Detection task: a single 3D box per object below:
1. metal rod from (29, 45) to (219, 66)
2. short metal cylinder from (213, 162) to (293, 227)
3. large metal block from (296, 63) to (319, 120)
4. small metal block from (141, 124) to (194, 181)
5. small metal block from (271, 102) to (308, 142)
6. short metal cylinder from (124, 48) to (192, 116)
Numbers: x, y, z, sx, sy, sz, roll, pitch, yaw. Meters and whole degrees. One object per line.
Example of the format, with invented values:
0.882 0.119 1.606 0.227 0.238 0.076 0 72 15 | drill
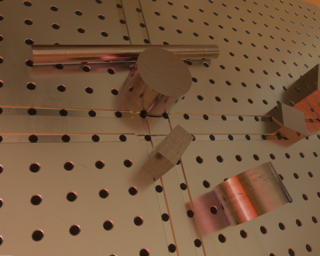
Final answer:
-0.031 -0.111 0.458 0.303 0.025 0.025 -10 67 -32 | metal rod
0.113 0.082 0.383 0.081 0.080 0.050 -12 68 -33 | short metal cylinder
0.319 -0.065 0.603 0.080 0.050 0.080 32 52 -8 | large metal block
0.009 0.030 0.378 0.025 0.050 0.050 40 51 -1 | small metal block
0.222 -0.010 0.533 0.050 0.025 0.050 20 54 -16 | small metal block
-0.003 -0.063 0.429 0.081 0.050 0.080 14 56 -21 | short metal cylinder
